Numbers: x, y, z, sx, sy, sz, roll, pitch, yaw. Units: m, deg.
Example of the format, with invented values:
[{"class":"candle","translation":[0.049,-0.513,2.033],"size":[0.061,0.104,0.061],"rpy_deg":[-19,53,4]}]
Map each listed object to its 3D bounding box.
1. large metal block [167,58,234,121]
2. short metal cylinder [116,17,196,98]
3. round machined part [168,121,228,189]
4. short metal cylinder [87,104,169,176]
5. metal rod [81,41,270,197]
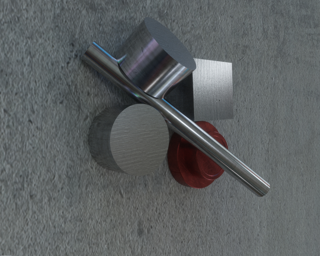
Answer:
[{"class":"large metal block","translation":[0.057,-0.051,0.434],"size":[0.081,0.050,0.079],"rpy_deg":[-4,93,-40]},{"class":"short metal cylinder","translation":[-0.004,-0.081,0.362],"size":[0.080,0.050,0.080],"rpy_deg":[36,29,-23]},{"class":"round machined part","translation":[0.061,0.039,0.445],"size":[0.099,0.042,0.097],"rpy_deg":[0,90,-40]},{"class":"short metal cylinder","translation":[-0.036,0.013,0.361],"size":[0.081,0.050,0.080],"rpy_deg":[0,90,-40]},{"class":"metal rod","translation":[0.033,0.000,0.389],"size":[0.301,0.025,0.025],"rpy_deg":[38,66,-19]}]
